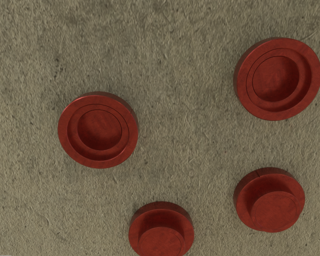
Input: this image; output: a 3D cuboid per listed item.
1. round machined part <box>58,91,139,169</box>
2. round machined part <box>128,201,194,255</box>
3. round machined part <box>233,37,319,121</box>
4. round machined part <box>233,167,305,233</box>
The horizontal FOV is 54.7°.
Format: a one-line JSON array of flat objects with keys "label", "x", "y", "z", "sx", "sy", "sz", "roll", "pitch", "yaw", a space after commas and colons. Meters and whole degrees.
[{"label": "round machined part", "x": -0.076, "y": 0.000, "z": 0.400, "sx": 0.099, "sy": 0.042, "sz": 0.097, "roll": 0, "pitch": 110, "yaw": 0}, {"label": "round machined part", "x": 0.002, "y": 0.162, "z": 0.460, "sx": 0.099, "sy": 0.042, "sz": 0.097, "roll": 0, "pitch": 110, "yaw": 0}, {"label": "round machined part", "x": 0.138, "y": -0.061, "z": 0.379, "sx": 0.099, "sy": 0.042, "sz": 0.097, "roll": 0, "pitch": 110, "yaw": 0}, {"label": "round machined part", "x": 0.158, "y": 0.109, "z": 0.442, "sx": 0.099, "sy": 0.042, "sz": 0.097, "roll": 0, "pitch": 110, "yaw": 0}]
